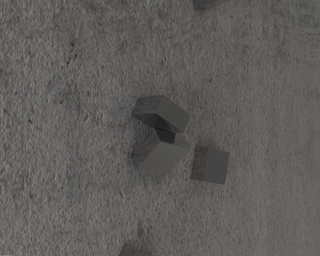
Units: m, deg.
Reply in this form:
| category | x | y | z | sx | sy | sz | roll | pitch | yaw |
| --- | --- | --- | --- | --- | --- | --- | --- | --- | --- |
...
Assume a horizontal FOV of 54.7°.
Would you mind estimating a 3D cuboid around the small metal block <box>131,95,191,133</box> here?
| category | x | y | z | sx | sy | sz | roll | pitch | yaw |
| --- | --- | --- | --- | --- | --- | --- | --- | --- | --- |
| small metal block | 0.001 | -0.016 | 0.389 | 0.050 | 0.050 | 0.025 | 35 | 69 | -35 |

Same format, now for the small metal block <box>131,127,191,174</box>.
| category | x | y | z | sx | sy | sz | roll | pitch | yaw |
| --- | --- | --- | --- | --- | --- | --- | --- | --- | --- |
| small metal block | 0.001 | 0.029 | 0.387 | 0.050 | 0.050 | 0.025 | 17 | 34 | -39 |

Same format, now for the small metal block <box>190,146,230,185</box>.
| category | x | y | z | sx | sy | sz | roll | pitch | yaw |
| --- | --- | --- | --- | --- | --- | --- | --- | --- | --- |
| small metal block | 0.076 | 0.057 | 0.468 | 0.050 | 0.025 | 0.050 | 16 | 80 | -39 |

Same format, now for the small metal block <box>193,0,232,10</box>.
| category | x | y | z | sx | sy | sz | roll | pitch | yaw |
| --- | --- | --- | --- | --- | --- | --- | --- | --- | --- |
| small metal block | 0.072 | -0.203 | 0.448 | 0.025 | 0.050 | 0.050 | -16 | 100 | -39 |

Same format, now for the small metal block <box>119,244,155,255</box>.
| category | x | y | z | sx | sy | sz | roll | pitch | yaw |
| --- | --- | --- | --- | --- | --- | --- | --- | --- | --- |
| small metal block | -0.029 | 0.177 | 0.380 | 0.050 | 0.025 | 0.050 | 36 | 68 | -34 |
